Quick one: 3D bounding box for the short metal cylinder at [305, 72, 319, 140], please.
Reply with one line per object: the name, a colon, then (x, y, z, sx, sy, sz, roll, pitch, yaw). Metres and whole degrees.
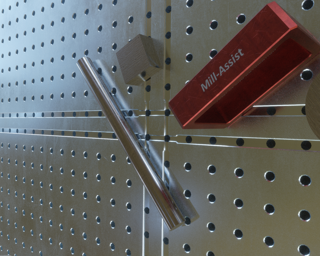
short metal cylinder: (0.169, -0.018, 0.253, 0.080, 0.050, 0.079, 0, 90, 39)

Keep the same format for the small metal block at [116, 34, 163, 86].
small metal block: (-0.030, -0.094, 0.432, 0.050, 0.025, 0.050, -29, 72, 36)

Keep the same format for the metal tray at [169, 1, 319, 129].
metal tray: (0.081, -0.049, 0.299, 0.129, 0.091, 0.030, -44, 64, 31)

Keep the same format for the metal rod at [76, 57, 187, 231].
metal rod: (-0.051, 0.008, 0.449, 0.025, 0.025, 0.299, -47, 62, 29)
